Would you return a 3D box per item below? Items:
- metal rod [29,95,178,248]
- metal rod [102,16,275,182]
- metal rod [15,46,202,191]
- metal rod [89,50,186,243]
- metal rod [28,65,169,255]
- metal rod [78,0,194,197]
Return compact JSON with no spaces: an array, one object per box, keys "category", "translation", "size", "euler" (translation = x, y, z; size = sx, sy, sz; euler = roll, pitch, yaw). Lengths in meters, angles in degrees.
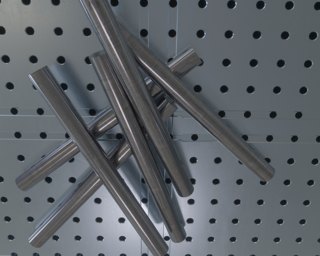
[{"category":"metal rod","translation":[-0.088,0.070,0.438],"size":[0.025,0.025,0.299],"euler":[41,105,-14]},{"category":"metal rod","translation":[0.045,-0.025,0.383],"size":[0.301,0.025,0.025],"euler":[40,105,-22]},{"category":"metal rod","translation":[-0.075,-0.006,0.410],"size":[0.300,0.025,0.025],"euler":[-35,106,12]},{"category":"metal rod","translation":[-0.018,0.043,0.405],"size":[0.025,0.025,0.299],"euler":[-18,118,6]},{"category":"metal rod","translation":[-0.070,0.057,0.405],"size":[0.025,0.025,0.299],"euler":[-27,108,9]},{"category":"metal rod","translation":[-0.016,-0.021,0.364],"size":[0.025,0.025,0.299],"euler":[-20,125,7]}]
